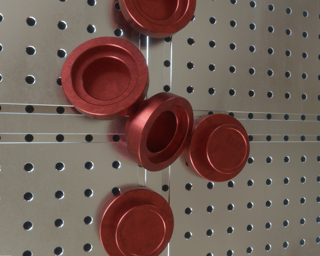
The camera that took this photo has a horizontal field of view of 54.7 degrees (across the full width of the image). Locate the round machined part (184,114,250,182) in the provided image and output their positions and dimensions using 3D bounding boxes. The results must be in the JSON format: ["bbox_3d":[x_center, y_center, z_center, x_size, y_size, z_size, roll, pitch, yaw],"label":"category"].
[{"bbox_3d":[0.086,0.028,0.437,0.099,0.042,0.097,0,90,-21],"label":"round machined part"}]

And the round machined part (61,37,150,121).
[{"bbox_3d":[-0.062,-0.055,0.368,0.099,0.042,0.098,0,73,1],"label":"round machined part"}]

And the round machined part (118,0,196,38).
[{"bbox_3d":[-0.006,-0.165,0.402,0.099,0.042,0.097,0,90,-21],"label":"round machined part"}]

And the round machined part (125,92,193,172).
[{"bbox_3d":[-0.005,0.001,0.386,0.099,0.042,0.097,-29,131,-38],"label":"round machined part"}]

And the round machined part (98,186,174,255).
[{"bbox_3d":[-0.027,0.127,0.395,0.099,0.042,0.097,0,90,-21],"label":"round machined part"}]
